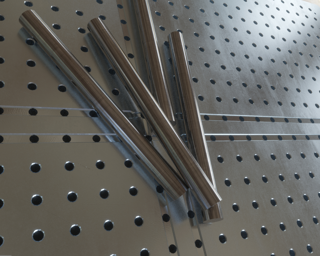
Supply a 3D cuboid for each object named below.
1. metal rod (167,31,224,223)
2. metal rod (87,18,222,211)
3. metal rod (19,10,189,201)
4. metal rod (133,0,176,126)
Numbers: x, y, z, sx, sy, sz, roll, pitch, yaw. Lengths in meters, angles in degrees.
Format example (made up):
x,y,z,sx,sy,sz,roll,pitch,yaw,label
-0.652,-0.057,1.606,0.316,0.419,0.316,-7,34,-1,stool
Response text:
x,y,z,sx,sy,sz,roll,pitch,yaw,label
0.044,-0.019,0.443,0.025,0.025,0.299,6,59,-25,metal rod
-0.016,-0.030,0.402,0.025,0.025,0.299,-20,68,-35,metal rod
-0.073,-0.032,0.388,0.300,0.025,0.025,48,51,6,metal rod
-0.017,-0.136,0.481,0.025,0.025,0.299,3,60,-27,metal rod
